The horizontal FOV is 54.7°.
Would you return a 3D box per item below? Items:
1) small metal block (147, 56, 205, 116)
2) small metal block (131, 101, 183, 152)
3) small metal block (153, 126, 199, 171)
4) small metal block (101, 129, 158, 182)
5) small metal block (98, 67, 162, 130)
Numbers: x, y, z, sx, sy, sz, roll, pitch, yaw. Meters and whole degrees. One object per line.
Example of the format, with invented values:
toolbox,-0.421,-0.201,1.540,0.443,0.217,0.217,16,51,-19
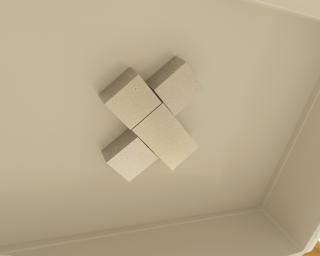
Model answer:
small metal block,0.019,-0.052,0.384,0.050,0.025,0.050,-42,130,-1
small metal block,-0.007,-0.006,0.397,0.050,0.025,0.050,-41,130,0
small metal block,0.018,0.023,0.430,0.050,0.025,0.050,-41,130,0
small metal block,-0.039,0.036,0.407,0.050,0.025,0.050,-40,130,0
small metal block,-0.035,-0.034,0.366,0.050,0.025,0.050,-41,130,0
